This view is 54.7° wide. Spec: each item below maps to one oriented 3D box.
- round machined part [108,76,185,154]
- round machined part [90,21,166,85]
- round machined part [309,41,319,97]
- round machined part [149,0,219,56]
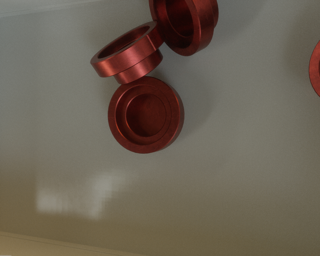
[{"bbox_3d":[-0.015,-0.017,0.407,0.098,0.042,0.097,0,90,20],"label":"round machined part"},{"bbox_3d":[-0.035,-0.092,0.394,0.098,0.098,0.042,-22,118,18],"label":"round machined part"},{"bbox_3d":[0.210,-0.062,0.313,0.098,0.042,0.098,-10,76,46],"label":"round machined part"},{"bbox_3d":[0.032,-0.140,0.371,0.042,0.098,0.098,-32,78,-20],"label":"round machined part"}]
